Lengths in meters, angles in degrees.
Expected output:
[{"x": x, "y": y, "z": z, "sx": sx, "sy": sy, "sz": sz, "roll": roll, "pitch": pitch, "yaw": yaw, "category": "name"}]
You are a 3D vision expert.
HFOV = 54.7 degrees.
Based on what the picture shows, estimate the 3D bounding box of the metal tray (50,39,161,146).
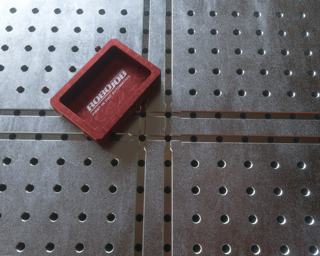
[{"x": -0.071, "y": -0.051, "z": 0.426, "sx": 0.090, "sy": 0.030, "sz": 0.130, "roll": 36, "pitch": 74, "yaw": 12, "category": "metal tray"}]
